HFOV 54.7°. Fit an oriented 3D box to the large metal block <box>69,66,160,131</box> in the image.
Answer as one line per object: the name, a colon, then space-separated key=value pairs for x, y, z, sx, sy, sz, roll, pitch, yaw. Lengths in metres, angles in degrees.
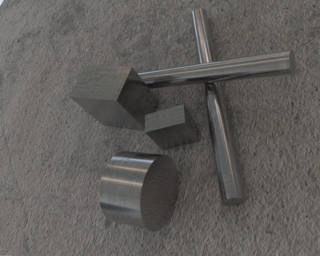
large metal block: x=-0.060 y=-0.040 z=0.424 sx=0.080 sy=0.080 sz=0.050 roll=7 pitch=66 yaw=31

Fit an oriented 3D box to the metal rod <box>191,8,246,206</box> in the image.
metal rod: x=0.068 y=-0.050 z=0.398 sx=0.025 sy=0.025 sz=0.299 roll=-16 pitch=55 yaw=19

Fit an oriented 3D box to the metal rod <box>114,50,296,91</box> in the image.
metal rod: x=0.017 y=-0.068 z=0.411 sx=0.300 sy=0.025 sz=0.025 roll=0 pitch=61 yaw=36

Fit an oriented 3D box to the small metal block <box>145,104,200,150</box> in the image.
small metal block: x=0.015 y=0.001 z=0.379 sx=0.050 sy=0.050 sz=0.025 roll=-15 pitch=56 yaw=20

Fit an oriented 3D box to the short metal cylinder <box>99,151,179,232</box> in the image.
short metal cylinder: x=-0.020 y=0.067 z=0.338 sx=0.050 sy=0.080 sz=0.080 roll=3 pitch=63 yaw=30
